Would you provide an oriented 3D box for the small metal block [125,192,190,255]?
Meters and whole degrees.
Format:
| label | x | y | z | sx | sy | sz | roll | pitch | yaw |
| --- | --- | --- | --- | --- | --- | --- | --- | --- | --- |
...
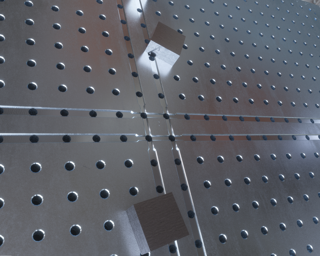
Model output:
| label | x | y | z | sx | sy | sz | roll | pitch | yaw |
| --- | --- | --- | --- | --- | --- | --- | --- | --- | --- |
| small metal block | -0.003 | 0.104 | 0.342 | 0.050 | 0.025 | 0.050 | -11 | 67 | -33 |

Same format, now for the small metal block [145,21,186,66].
| label | x | y | z | sx | sy | sz | roll | pitch | yaw |
| --- | --- | --- | --- | --- | --- | --- | --- | --- | --- |
| small metal block | 0.009 | -0.135 | 0.495 | 0.050 | 0.025 | 0.050 | 26 | 53 | -12 |
